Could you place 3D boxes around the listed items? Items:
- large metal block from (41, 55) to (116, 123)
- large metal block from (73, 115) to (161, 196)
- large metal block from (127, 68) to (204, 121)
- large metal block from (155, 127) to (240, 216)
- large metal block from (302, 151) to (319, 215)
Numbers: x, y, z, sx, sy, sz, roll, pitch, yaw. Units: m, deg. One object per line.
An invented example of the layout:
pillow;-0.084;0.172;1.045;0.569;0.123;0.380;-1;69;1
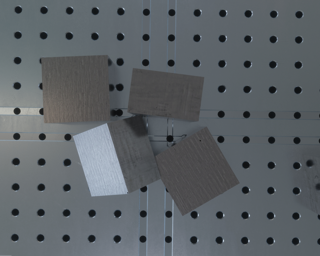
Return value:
large metal block;-0.102;-0.047;0.400;0.080;0.050;0.080;-2;90;0
large metal block;-0.054;0.035;0.379;0.050;0.080;0.080;-17;90;-44
large metal block;0.007;-0.037;0.386;0.080;0.080;0.050;7;90;0
large metal block;0.042;0.052;0.401;0.080;0.050;0.080;-30;90;0
large metal block;0.242;0.068;0.402;0.080;0.050;0.080;-10;90;0
